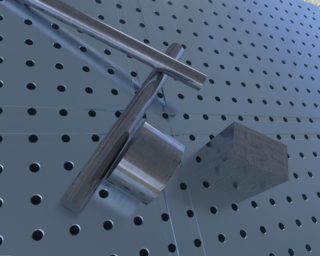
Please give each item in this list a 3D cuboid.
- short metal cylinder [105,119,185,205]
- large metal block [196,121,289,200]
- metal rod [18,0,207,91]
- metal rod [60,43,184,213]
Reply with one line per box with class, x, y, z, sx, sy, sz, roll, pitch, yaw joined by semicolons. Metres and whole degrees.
short metal cylinder;-0.017;0.037;0.342;0.050;0.080;0.080;34;51;-7
large metal block;0.105;0.045;0.401;0.080;0.080;0.050;23;53;-15
metal rod;-0.075;-0.129;0.426;0.301;0.025;0.025;26;52;-4
metal rod;-0.031;-0.024;0.405;0.025;0.025;0.301;34;51;-6
